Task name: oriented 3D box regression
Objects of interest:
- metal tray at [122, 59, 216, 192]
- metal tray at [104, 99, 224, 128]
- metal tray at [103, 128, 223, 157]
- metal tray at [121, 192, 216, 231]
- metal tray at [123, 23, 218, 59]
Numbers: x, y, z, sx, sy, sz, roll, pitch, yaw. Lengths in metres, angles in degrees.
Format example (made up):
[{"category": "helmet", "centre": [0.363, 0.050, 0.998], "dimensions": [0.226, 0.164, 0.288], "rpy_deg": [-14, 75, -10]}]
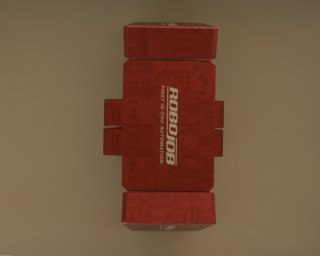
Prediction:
[{"category": "metal tray", "centre": [0.008, -0.002, 0.317], "dimensions": [0.091, 0.030, 0.129], "rpy_deg": [1, 90, -1]}, {"category": "metal tray", "centre": [0.005, -0.016, 0.378], "dimensions": [0.131, 0.090, 0.030], "rpy_deg": [1, 90, 0]}, {"category": "metal tray", "centre": [0.004, 0.015, 0.378], "dimensions": [0.131, 0.090, 0.030], "rpy_deg": [1, 90, 0]}, {"category": "metal tray", "centre": [0.008, 0.099, 0.356], "dimensions": [0.091, 0.130, 0.030], "rpy_deg": [0, 69, -1]}, {"category": "metal tray", "centre": [0.010, -0.104, 0.357], "dimensions": [0.091, 0.130, 0.030], "rpy_deg": [1, 111, 0]}]
